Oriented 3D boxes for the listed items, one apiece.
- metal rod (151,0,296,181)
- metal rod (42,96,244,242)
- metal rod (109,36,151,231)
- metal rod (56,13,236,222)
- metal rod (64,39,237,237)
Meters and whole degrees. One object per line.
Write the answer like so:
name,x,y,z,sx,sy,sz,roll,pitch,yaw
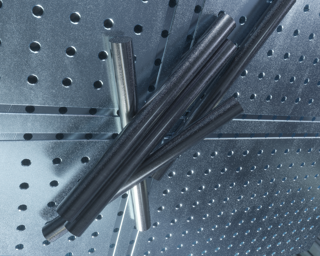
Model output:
metal rod,0.078,-0.050,0.424,0.025,0.025,0.299,28,103,-38
metal rod,-0.026,0.055,0.399,0.300,0.025,0.025,-35,130,5
metal rod,-0.034,0.030,0.412,0.025,0.025,0.298,-17,125,-19
metal rod,-0.013,-0.016,0.365,0.300,0.025,0.025,-50,130,-5
metal rod,-0.008,0.008,0.383,0.300,0.025,0.025,-50,130,-5
